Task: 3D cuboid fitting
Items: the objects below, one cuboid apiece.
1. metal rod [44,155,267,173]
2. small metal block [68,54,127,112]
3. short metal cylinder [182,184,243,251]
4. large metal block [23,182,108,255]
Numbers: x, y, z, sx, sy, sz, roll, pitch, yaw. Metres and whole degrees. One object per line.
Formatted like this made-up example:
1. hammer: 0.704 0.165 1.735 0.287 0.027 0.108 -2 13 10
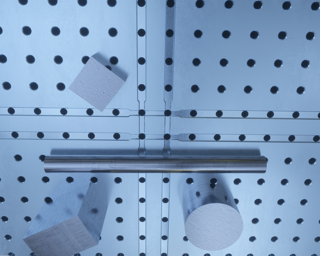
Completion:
1. metal rod: -0.006 0.050 0.431 0.302 0.025 0.025 0 110 -1
2. small metal block: -0.078 -0.057 0.391 0.050 0.025 0.050 36 106 -13
3. short metal cylinder: 0.074 0.128 0.449 0.081 0.050 0.079 0 110 -1
4. large metal block: -0.127 0.131 0.431 0.080 0.080 0.050 -25 109 8
